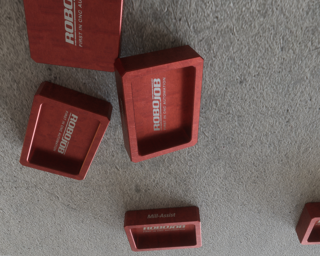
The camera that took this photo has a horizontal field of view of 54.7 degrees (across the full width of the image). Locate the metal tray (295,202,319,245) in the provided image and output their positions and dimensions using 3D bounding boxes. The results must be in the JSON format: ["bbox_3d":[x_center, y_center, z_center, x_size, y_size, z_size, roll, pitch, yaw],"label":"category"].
[{"bbox_3d":[0.320,0.169,0.550,0.131,0.030,0.089,-3,130,2],"label":"metal tray"}]

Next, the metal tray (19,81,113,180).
[{"bbox_3d":[-0.126,0.010,0.410,0.091,0.030,0.129,19,128,-16],"label":"metal tray"}]

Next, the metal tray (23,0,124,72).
[{"bbox_3d":[-0.081,-0.122,0.299,0.091,0.030,0.129,6,130,-6],"label":"metal tray"}]

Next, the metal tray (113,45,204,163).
[{"bbox_3d":[0.000,-0.024,0.362,0.091,0.030,0.129,-15,132,-16],"label":"metal tray"}]

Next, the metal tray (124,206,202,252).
[{"bbox_3d":[0.008,0.184,0.560,0.131,0.030,0.089,-5,130,4],"label":"metal tray"}]
